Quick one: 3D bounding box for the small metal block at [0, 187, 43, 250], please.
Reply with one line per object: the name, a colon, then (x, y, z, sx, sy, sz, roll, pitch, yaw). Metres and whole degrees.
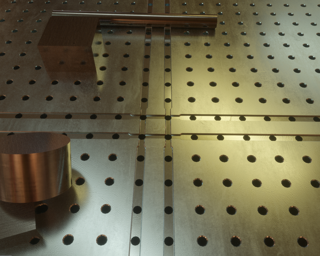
small metal block: (-0.154, 0.095, 0.326, 0.050, 0.025, 0.050, -13, 52, -12)

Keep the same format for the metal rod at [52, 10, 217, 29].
metal rod: (-0.046, -0.202, 0.576, 0.302, 0.025, 0.025, 2, 50, 1)

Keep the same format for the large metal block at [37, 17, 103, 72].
large metal block: (-0.141, -0.136, 0.504, 0.081, 0.050, 0.080, 1, 50, 0)

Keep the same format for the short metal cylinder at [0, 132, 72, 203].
short metal cylinder: (-0.137, 0.039, 0.333, 0.081, 0.050, 0.080, 2, 14, 0)
